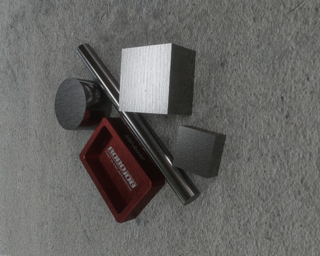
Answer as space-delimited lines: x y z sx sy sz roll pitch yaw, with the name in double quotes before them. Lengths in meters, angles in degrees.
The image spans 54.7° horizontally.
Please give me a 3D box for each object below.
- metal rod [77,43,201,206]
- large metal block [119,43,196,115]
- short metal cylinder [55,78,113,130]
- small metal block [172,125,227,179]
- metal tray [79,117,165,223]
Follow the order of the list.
"metal rod" -0.043 -0.021 0.439 0.025 0.025 0.300 -52 60 27
"large metal block" -0.004 -0.058 0.392 0.080 0.050 0.079 6 94 39
"short metal cylinder" -0.121 -0.036 0.487 0.080 0.050 0.079 0 90 39
"small metal block" 0.046 0.027 0.367 0.050 0.025 0.050 17 101 38
"metal tray" -0.060 0.058 0.450 0.130 0.030 0.090 52 120 27
